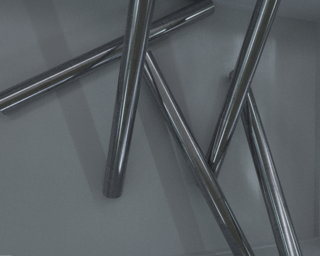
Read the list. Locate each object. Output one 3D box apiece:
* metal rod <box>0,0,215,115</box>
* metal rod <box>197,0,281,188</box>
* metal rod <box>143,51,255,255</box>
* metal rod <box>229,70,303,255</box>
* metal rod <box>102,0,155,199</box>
[{"bbox_3d":[-0.055,-0.098,0.389,0.302,0.025,0.025,-31,100,-18],"label":"metal rod"},{"bbox_3d":[0.098,-0.052,0.382,0.025,0.025,0.298,6,113,-20],"label":"metal rod"},{"bbox_3d":[0.045,0.039,0.403,0.025,0.025,0.299,-27,90,-18],"label":"metal rod"},{"bbox_3d":[0.136,0.055,0.395,0.025,0.025,0.299,0,65,-20],"label":"metal rod"},{"bbox_3d":[-0.032,-0.054,0.334,0.025,0.025,0.298,3,114,-20],"label":"metal rod"}]
